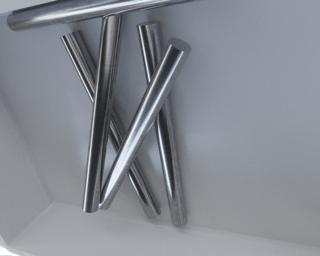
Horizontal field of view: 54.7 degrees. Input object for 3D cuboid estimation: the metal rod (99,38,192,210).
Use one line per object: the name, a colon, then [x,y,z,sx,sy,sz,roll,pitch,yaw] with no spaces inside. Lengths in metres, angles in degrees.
metal rod: [-0.035,0.018,0.404,0.025,0.025,0.298,33,129,6]

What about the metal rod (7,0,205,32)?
metal rod: [-0.076,-0.131,0.337,0.300,0.025,0.025,6,122,35]

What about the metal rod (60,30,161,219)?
metal rod: [-0.063,0.009,0.447,0.025,0.025,0.299,-9,114,32]

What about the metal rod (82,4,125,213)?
metal rod: [-0.078,-0.010,0.411,0.025,0.025,0.298,20,116,16]

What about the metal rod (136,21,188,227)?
metal rod: [0.008,0.014,0.412,0.025,0.025,0.298,5,121,26]
